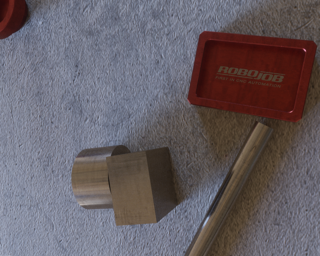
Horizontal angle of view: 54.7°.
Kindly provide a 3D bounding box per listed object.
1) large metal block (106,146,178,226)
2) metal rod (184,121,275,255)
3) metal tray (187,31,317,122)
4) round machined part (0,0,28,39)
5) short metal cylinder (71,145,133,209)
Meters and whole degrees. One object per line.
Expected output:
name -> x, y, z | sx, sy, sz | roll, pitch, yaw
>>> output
large metal block -> -0.020, 0.068, 0.386 | 0.050, 0.080, 0.080 | -10, 87, 19
metal rod -> 0.060, 0.130, 0.387 | 0.025, 0.025, 0.298 | 28, 99, 17
metal tray -> 0.106, -0.062, 0.368 | 0.130, 0.030, 0.089 | 12, 94, 19
round machined part -> -0.250, -0.187, 0.486 | 0.098, 0.042, 0.097 | 0, 90, 19
short metal cylinder -> -0.070, 0.064, 0.403 | 0.050, 0.080, 0.080 | -7, 88, 19
